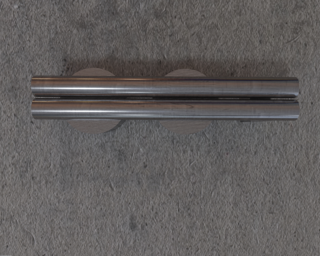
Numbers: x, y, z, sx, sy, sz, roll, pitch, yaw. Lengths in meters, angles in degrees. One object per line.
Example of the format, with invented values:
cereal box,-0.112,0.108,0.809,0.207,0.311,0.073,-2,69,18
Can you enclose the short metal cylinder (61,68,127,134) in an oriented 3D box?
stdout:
short metal cylinder,-0.080,-0.033,0.397,0.081,0.050,0.080,0,90,0

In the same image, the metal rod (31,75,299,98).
metal rod,0.006,-0.048,0.360,0.302,0.025,0.025,0,90,-1

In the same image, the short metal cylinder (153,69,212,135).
short metal cylinder,0.031,-0.032,0.399,0.081,0.050,0.080,0,90,0

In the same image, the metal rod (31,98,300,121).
metal rod,0.007,-0.022,0.360,0.302,0.025,0.025,0,90,-1

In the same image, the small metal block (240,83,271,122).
small metal block,0.122,-0.033,0.401,0.025,0.050,0.050,-2,90,0
